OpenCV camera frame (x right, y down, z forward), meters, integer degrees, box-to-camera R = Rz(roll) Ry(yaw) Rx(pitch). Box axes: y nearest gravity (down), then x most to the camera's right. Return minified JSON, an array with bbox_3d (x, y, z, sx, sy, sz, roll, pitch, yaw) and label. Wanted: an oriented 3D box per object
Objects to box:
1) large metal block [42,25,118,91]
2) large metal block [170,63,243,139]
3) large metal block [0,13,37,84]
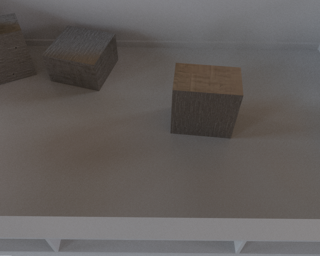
[{"bbox_3d":[-0.119,-0.109,0.479,0.080,0.050,0.080,13,51,10],"label":"large metal block"},{"bbox_3d":[0.057,-0.034,0.398,0.080,0.080,0.050,5,50,4],"label":"large metal block"},{"bbox_3d":[-0.241,-0.114,0.461,0.081,0.080,0.050,-20,53,-18],"label":"large metal block"}]
